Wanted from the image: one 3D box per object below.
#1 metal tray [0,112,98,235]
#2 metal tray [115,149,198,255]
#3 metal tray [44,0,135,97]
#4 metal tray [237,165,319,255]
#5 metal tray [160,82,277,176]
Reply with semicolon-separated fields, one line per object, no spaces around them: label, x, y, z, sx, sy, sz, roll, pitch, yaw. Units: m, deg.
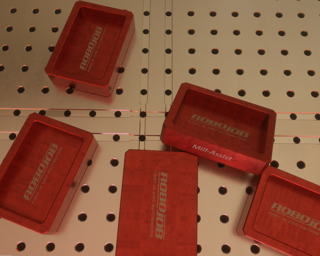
metal tray;-0.147;0.055;0.387;0.090;0.030;0.130;20;71;6
metal tray;-0.001;0.094;0.375;0.091;0.030;0.130;3;70;0
metal tray;-0.098;-0.117;0.450;0.090;0.030;0.130;14;70;4
metal tray;0.170;0.111;0.370;0.130;0.030;0.090;23;71;7
metal tray;0.076;-0.003;0.394;0.131;0.030;0.090;19;50;6
